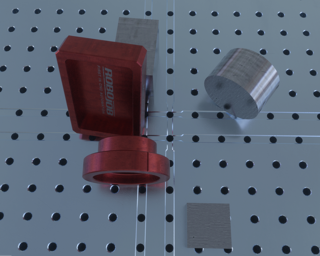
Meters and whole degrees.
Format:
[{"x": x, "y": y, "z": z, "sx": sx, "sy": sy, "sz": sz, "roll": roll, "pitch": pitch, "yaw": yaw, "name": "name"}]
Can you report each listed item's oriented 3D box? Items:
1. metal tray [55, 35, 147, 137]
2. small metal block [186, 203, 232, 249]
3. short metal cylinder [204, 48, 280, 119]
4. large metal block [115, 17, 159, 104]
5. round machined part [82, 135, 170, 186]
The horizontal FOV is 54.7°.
[{"x": -0.064, "y": -0.040, "z": 0.369, "sx": 0.090, "sy": 0.129, "sz": 0.030, "roll": 9, "pitch": 48, "yaw": 3, "name": "metal tray"}, {"x": 0.057, "y": 0.117, "z": 0.369, "sx": 0.050, "sy": 0.025, "sz": 0.050, "roll": 1, "pitch": 70, "yaw": 0, "name": "small metal block"}, {"x": 0.105, "y": -0.057, "z": 0.404, "sx": 0.080, "sy": 0.080, "sz": 0.050, "roll": 36, "pitch": 74, "yaw": 12, "name": "short metal cylinder"}, {"x": -0.030, "y": -0.087, "z": 0.414, "sx": 0.050, "sy": 0.080, "sz": 0.080, "roll": 5, "pitch": 70, "yaw": 2, "name": "large metal block"}, {"x": -0.038, "y": 0.038, "z": 0.359, "sx": 0.099, "sy": 0.098, "sz": 0.042, "roll": 0, "pitch": 70, "yaw": 0, "name": "round machined part"}]
